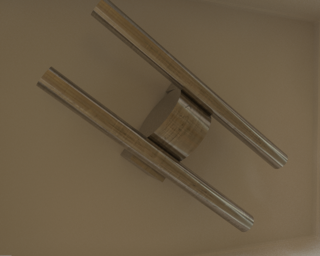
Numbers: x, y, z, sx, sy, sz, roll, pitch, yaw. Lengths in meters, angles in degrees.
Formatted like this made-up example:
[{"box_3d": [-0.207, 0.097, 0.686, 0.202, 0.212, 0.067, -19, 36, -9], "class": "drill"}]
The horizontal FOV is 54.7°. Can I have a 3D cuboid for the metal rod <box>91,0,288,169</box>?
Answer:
[{"box_3d": [0.048, -0.043, 0.375, 0.301, 0.025, 0.025, 38, 78, -17], "class": "metal rod"}]

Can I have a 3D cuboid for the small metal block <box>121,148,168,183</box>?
[{"box_3d": [-0.017, 0.040, 0.390, 0.050, 0.050, 0.025, 38, 78, -16], "class": "small metal block"}]

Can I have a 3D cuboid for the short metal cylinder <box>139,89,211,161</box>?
[{"box_3d": [0.017, -0.003, 0.387, 0.050, 0.080, 0.080, 38, 78, -17], "class": "short metal cylinder"}]

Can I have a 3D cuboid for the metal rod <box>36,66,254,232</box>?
[{"box_3d": [-0.003, 0.035, 0.357, 0.301, 0.025, 0.025, 37, 78, -16], "class": "metal rod"}]

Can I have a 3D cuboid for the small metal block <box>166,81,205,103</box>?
[{"box_3d": [0.042, -0.045, 0.412, 0.050, 0.050, 0.025, 38, 78, -16], "class": "small metal block"}]
